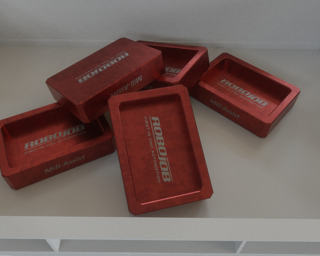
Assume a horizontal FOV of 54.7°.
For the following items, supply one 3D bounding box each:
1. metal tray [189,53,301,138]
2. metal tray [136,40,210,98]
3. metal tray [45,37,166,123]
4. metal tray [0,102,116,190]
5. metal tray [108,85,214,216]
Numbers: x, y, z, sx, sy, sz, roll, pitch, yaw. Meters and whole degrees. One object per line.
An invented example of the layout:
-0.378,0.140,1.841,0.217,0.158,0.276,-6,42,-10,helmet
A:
0.119,-0.052,0.447,0.130,0.030,0.090,35,58,25,metal tray
-0.005,-0.089,0.454,0.130,0.030,0.090,16,50,32,metal tray
-0.069,-0.068,0.403,0.131,0.030,0.090,-37,46,-23,metal tray
-0.132,0.011,0.390,0.131,0.030,0.090,-21,53,-17,metal tray
-0.002,0.023,0.346,0.091,0.030,0.129,-11,78,-10,metal tray
